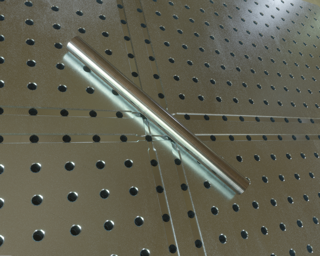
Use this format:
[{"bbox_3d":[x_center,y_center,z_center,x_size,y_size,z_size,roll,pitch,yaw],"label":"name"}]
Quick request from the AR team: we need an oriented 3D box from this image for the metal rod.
[{"bbox_3d":[-0.002,-0.016,0.417,0.300,0.025,0.025,40,51,-1],"label":"metal rod"}]
